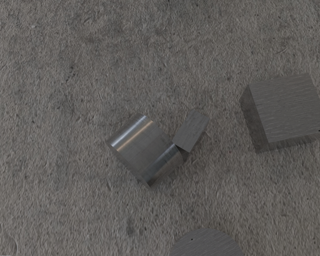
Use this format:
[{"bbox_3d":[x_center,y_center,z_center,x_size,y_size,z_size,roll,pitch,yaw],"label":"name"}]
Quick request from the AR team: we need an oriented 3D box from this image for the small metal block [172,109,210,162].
[{"bbox_3d":[0.037,0.011,0.391,0.025,0.050,0.050,30,73,10],"label":"small metal block"}]

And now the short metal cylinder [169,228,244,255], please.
[{"bbox_3d":[0.049,0.152,0.339,0.081,0.050,0.080,0,70,0],"label":"short metal cylinder"}]

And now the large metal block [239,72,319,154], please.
[{"bbox_3d":[0.159,-0.018,0.403,0.081,0.050,0.080,-11,71,-4],"label":"large metal block"}]

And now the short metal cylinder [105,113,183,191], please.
[{"bbox_3d":[-0.019,0.029,0.368,0.050,0.080,0.080,-43,76,-14],"label":"short metal cylinder"}]
